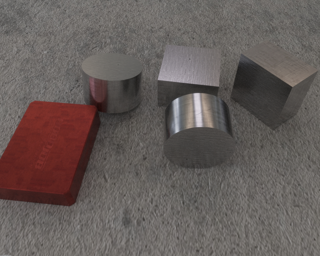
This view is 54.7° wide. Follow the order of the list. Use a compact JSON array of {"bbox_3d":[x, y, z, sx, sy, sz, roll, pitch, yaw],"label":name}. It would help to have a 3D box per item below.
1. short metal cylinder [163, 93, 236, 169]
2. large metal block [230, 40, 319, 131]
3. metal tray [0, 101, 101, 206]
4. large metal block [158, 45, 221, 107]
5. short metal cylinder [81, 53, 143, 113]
[{"bbox_3d":[0.044,0.005,0.364,0.080,0.080,0.050,1,50,0],"label":"short metal cylinder"},{"bbox_3d":[0.149,-0.058,0.417,0.050,0.080,0.080,-30,57,-23],"label":"large metal block"},{"bbox_3d":[-0.133,0.025,0.378,0.091,0.030,0.130,5,50,4],"label":"metal tray"},{"bbox_3d":[0.043,-0.073,0.449,0.080,0.050,0.080,7,50,6],"label":"large metal block"},{"bbox_3d":[-0.066,-0.064,0.429,0.081,0.050,0.080,4,38,-3],"label":"short metal cylinder"}]
